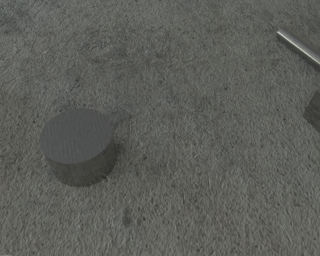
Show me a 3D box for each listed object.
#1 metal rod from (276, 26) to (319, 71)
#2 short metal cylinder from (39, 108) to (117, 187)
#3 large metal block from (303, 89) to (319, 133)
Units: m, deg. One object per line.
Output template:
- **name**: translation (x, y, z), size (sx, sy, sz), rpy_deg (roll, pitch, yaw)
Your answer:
- **metal rod**: translation (0.283, -0.066, 0.460), size (0.025, 0.025, 0.300), rpy_deg (-21, 53, -17)
- **short metal cylinder**: translation (-0.094, 0.022, 0.367), size (0.081, 0.050, 0.080), rpy_deg (0, 50, 0)
- **large metal block**: translation (0.253, -0.017, 0.403), size (0.081, 0.050, 0.080), rpy_deg (-19, 53, -15)
